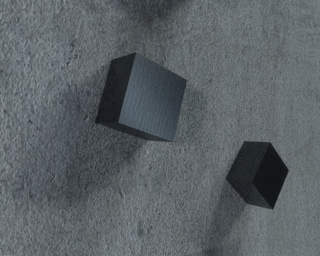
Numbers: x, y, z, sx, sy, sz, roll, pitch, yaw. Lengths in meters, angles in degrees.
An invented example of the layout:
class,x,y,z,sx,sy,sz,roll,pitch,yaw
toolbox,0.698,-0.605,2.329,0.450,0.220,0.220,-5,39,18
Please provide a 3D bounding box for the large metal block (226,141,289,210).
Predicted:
class,x,y,z,sx,sy,sz,roll,pitch,yaw
large metal block,0.168,0.079,0.529,0.080,0.050,0.080,48,62,-29

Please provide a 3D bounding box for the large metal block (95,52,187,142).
class,x,y,z,sx,sy,sz,roll,pitch,yaw
large metal block,-0.021,-0.033,0.371,0.080,0.050,0.080,21,77,-38
